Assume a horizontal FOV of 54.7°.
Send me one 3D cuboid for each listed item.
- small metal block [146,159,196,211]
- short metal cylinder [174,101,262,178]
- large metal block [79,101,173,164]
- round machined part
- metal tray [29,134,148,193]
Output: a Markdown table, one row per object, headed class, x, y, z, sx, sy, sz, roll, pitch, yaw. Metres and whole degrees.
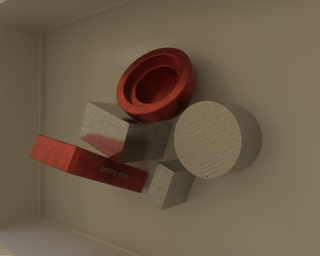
| class | x | y | z | sx | sy | sz | roll | pitch | yaw |
| --- | --- | --- | --- | --- | --- | --- | --- | --- | --- |
| small metal block | 0.015 | 0.067 | 0.376 | 0.025 | 0.050 | 0.050 | 29 | 108 | 36 |
| short metal cylinder | 0.062 | 0.012 | 0.338 | 0.080 | 0.050 | 0.079 | 0 | 90 | 39 |
| large metal block | -0.044 | 0.004 | 0.405 | 0.080 | 0.081 | 0.050 | 27 | 107 | 36 |
| round machined part | 0.000 | -0.047 | 0.376 | 0.098 | 0.042 | 0.098 | -15 | 53 | 21 |
| metal tray | -0.089 | 0.049 | 0.408 | 0.090 | 0.130 | 0.030 | 11 | 78 | 39 |
